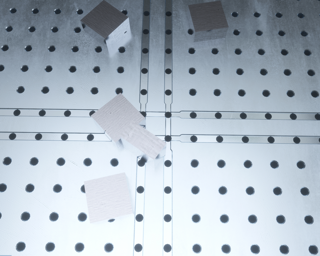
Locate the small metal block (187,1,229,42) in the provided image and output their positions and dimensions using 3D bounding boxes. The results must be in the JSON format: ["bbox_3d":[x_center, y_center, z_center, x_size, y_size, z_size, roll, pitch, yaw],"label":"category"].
[{"bbox_3d":[0.072,-0.162,0.472,0.050,0.025,0.050,-10,70,-4],"label":"small metal block"}]

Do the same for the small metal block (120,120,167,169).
[{"bbox_3d":[-0.020,0.022,0.390,0.050,0.050,0.025,34,74,11],"label":"small metal block"}]

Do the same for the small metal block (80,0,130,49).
[{"bbox_3d":[-0.082,-0.157,0.468,0.050,0.025,0.050,38,74,12],"label":"small metal block"}]

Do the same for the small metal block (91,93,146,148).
[{"bbox_3d":[-0.055,-0.010,0.415,0.050,0.025,0.050,-41,75,-14],"label":"small metal block"}]

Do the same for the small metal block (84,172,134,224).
[{"bbox_3d":[-0.062,0.086,0.379,0.050,0.025,0.050,-12,71,-5],"label":"small metal block"}]
